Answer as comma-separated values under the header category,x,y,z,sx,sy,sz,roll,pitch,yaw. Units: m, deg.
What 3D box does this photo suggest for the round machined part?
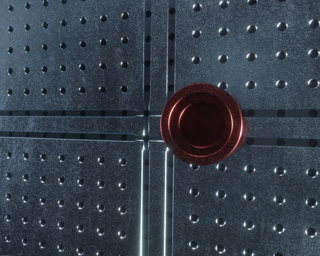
category,x,y,z,sx,sy,sz,roll,pitch,yaw
round machined part,0.054,-0.004,0.385,0.098,0.042,0.097,0,90,20
